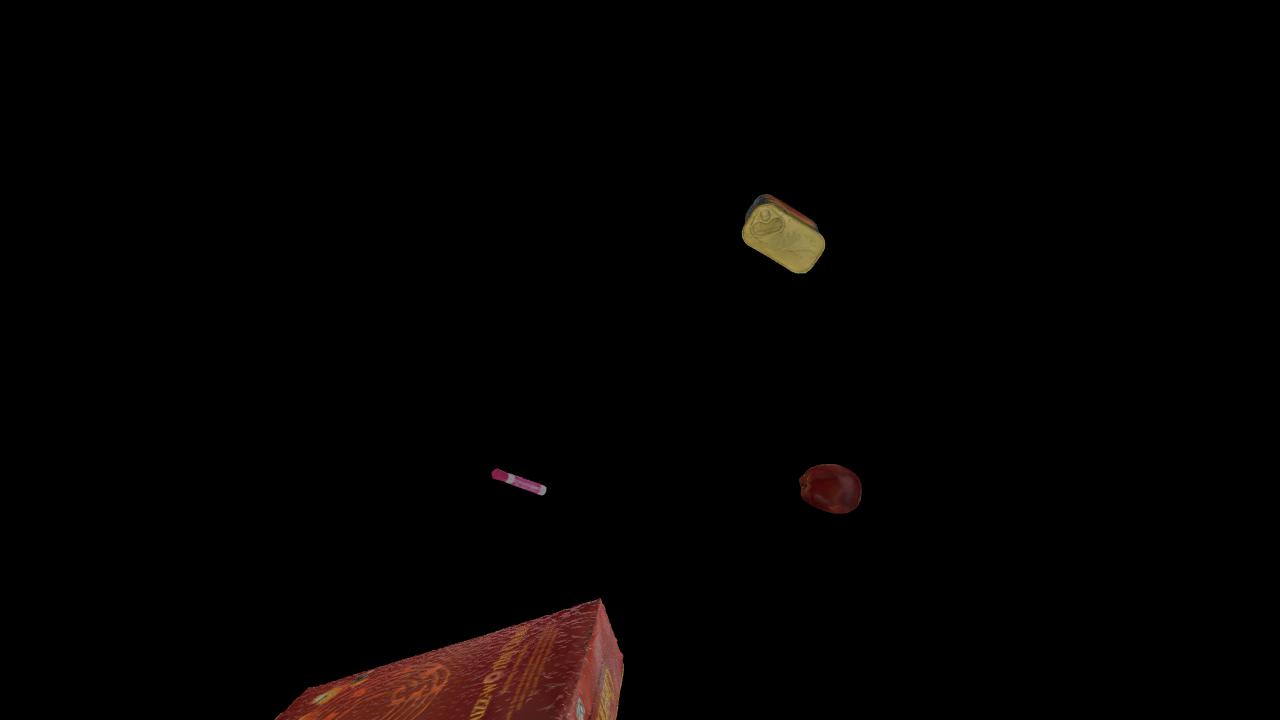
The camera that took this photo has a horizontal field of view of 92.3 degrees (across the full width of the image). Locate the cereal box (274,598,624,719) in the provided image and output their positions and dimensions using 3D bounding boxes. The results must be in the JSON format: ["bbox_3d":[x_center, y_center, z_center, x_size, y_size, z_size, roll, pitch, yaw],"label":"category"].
[{"bbox_3d":[-0.172,0.302,0.477,0.306,0.081,0.203,-19,1,3],"label":"cereal box"}]

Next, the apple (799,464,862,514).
[{"bbox_3d":[0.297,0.200,0.953,0.093,0.079,0.079,13,-3,-14],"label":"apple"}]

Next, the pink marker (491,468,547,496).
[{"bbox_3d":[-0.213,0.214,1.080,0.020,0.020,0.121,0,-23,40],"label":"pink marker"}]

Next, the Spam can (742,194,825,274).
[{"bbox_3d":[0.184,-0.166,0.795,0.101,0.058,0.085,31,26,-4],"label":"Spam can"}]
